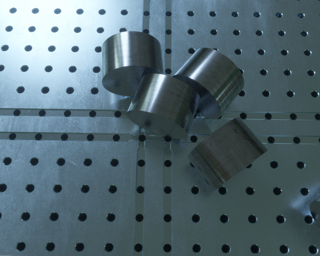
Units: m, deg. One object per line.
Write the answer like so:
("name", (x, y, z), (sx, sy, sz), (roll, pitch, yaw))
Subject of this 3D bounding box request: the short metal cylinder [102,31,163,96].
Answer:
("short metal cylinder", (-0.036, -0.083, 0.412), (0.081, 0.080, 0.050), (-4, 69, -2))

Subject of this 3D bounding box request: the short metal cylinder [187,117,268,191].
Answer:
("short metal cylinder", (0.080, 0.032, 0.372), (0.080, 0.080, 0.050), (-34, 74, -12))

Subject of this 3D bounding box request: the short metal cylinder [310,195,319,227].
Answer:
("short metal cylinder", (0.221, 0.099, 0.349), (0.050, 0.080, 0.080), (-36, 74, -12))

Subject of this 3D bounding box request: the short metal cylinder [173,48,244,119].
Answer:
("short metal cylinder", (0.061, -0.057, 0.404), (0.080, 0.080, 0.050), (37, 74, 12))

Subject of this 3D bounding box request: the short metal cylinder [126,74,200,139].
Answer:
("short metal cylinder", (0.005, -0.025, 0.391), (0.080, 0.080, 0.050), (19, 73, 6))
